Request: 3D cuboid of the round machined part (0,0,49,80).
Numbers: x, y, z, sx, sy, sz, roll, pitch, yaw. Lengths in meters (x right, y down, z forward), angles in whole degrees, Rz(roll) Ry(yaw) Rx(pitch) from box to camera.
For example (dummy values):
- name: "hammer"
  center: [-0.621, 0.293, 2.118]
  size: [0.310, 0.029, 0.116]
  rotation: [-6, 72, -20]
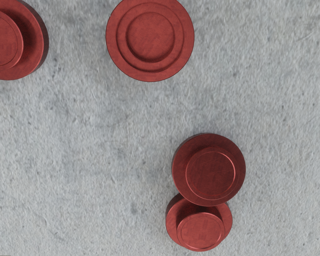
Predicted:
- name: "round machined part"
  center: [-0.186, -0.103, 0.360]
  size: [0.099, 0.042, 0.097]
  rotation: [0, 110, -1]

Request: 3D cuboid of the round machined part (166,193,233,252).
- name: "round machined part"
  center: [0.058, 0.140, 0.453]
  size: [0.099, 0.042, 0.097]
  rotation: [0, 110, -1]

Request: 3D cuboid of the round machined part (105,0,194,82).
- name: "round machined part"
  center: [-0.011, -0.106, 0.362]
  size: [0.099, 0.042, 0.097]
  rotation: [0, 110, -1]

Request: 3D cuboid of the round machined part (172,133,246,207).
- name: "round machined part"
  center: [0.065, 0.056, 0.409]
  size: [0.099, 0.042, 0.097]
  rotation: [0, 93, -3]
